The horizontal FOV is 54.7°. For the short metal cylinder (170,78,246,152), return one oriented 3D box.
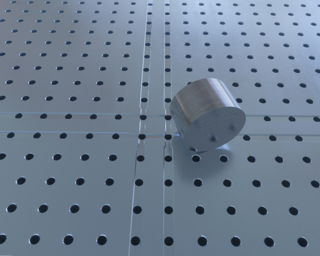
[{"bbox_3d":[0.058,-0.015,0.385,0.081,0.080,0.050,-14,52,-12],"label":"short metal cylinder"}]
